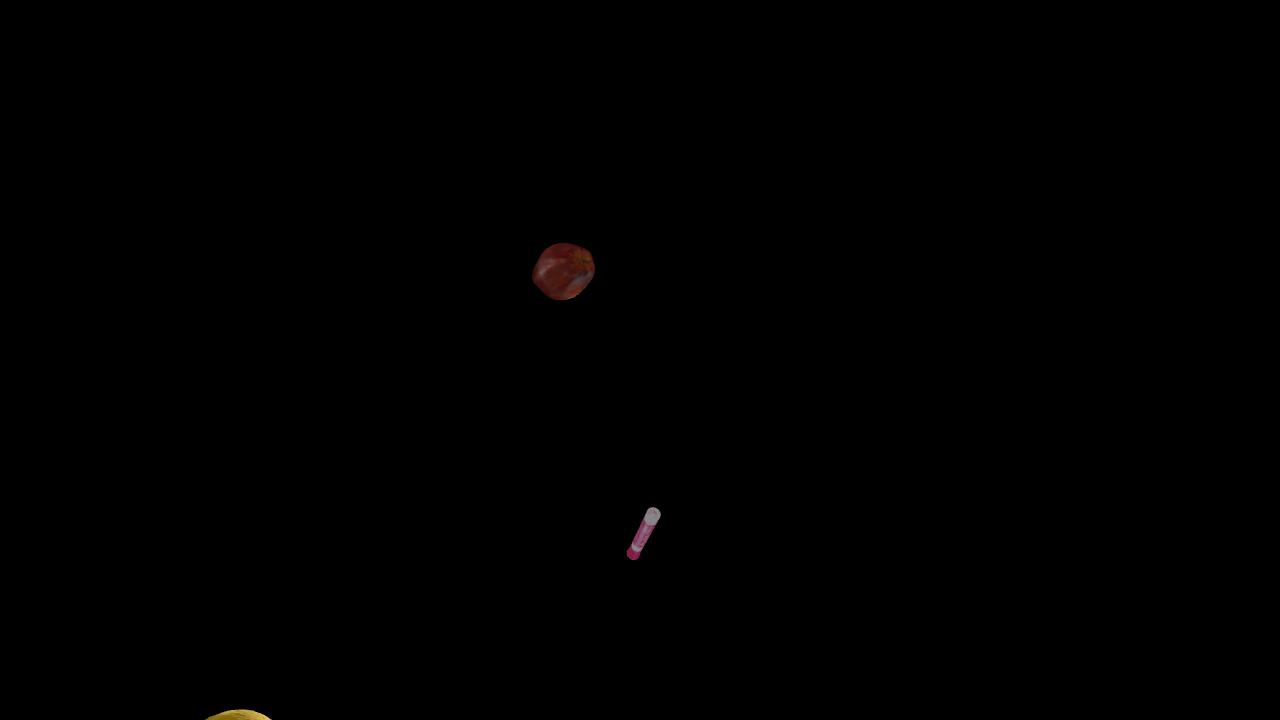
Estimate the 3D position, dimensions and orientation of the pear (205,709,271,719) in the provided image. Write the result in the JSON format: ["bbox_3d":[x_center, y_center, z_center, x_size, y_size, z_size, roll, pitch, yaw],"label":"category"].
[{"bbox_3d":[-0.296,0.279,0.400,0.080,0.080,0.111,0,-10,39],"label":"pear"}]

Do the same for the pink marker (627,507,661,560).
[{"bbox_3d":[0.003,0.238,0.834,0.020,0.020,0.121,0,-43,-19],"label":"pink marker"}]

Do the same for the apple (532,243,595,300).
[{"bbox_3d":[-0.106,-0.126,0.865,0.079,0.079,0.093,0,-16,-42],"label":"apple"}]
